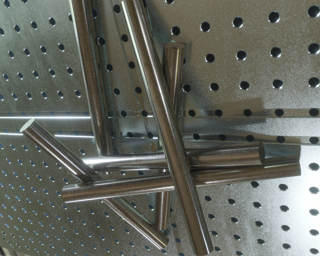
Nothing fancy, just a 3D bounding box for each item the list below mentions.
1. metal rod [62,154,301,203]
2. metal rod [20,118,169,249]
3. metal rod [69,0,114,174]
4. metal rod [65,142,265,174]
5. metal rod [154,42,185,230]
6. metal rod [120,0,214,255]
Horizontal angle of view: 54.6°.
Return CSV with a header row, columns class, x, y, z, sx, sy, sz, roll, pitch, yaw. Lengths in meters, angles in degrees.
class,x,y,z,sx,sy,sz,roll,pitch,yaw
metal rod,0.015,0.067,0.392,0.301,0.025,0.025,-10,115,14
metal rod,-0.081,0.096,0.461,0.025,0.025,0.300,-18,126,35
metal rod,-0.090,-0.063,0.420,0.025,0.025,0.298,11,123,22
metal rod,-0.016,0.044,0.413,0.300,0.025,0.025,-7,115,31
metal rod,0.009,0.033,0.427,0.025,0.025,0.298,16,125,19
metal rod,0.010,0.002,0.356,0.025,0.025,0.299,-13,96,33
